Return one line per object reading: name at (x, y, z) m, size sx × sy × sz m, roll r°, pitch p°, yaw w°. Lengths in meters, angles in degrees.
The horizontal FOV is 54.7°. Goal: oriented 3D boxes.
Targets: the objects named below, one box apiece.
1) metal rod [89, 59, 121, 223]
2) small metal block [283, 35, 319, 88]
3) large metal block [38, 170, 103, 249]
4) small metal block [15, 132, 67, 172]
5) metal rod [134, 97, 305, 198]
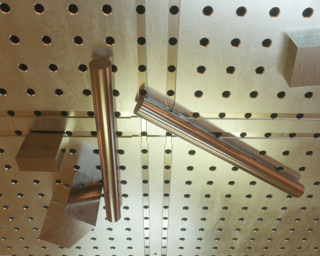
metal rod at (-0.074, 0.041, 0.445) m, size 0.025 × 0.025 × 0.298 m, roll 2°, pitch 130°, yaw -2°
small metal block at (0.172, -0.075, 0.349) m, size 0.050 × 0.025 × 0.050 m, roll -4°, pitch 130°, yaw 3°
large metal block at (-0.137, 0.127, 0.482) m, size 0.050 × 0.080 × 0.080 m, roll 31°, pitch 123°, yaw -24°
small metal block at (-0.159, 0.032, 0.421) m, size 0.050 × 0.050 × 0.025 m, roll 2°, pitch 130°, yaw -2°
metal rod at (0.098, 0.036, 0.442) m, size 0.301 × 0.025 × 0.025 m, roll 27°, pitch 125°, yaw -22°
